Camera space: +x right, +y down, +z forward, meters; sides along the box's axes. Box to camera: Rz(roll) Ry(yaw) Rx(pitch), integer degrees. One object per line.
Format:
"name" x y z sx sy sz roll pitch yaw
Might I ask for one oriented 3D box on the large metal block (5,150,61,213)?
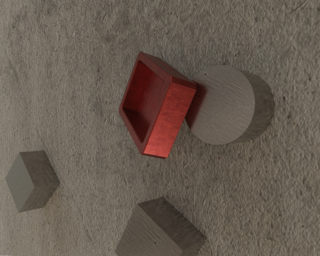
"large metal block" -0.244 0.101 0.590 0.080 0.050 0.080 -51 60 28

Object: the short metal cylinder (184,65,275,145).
"short metal cylinder" 0.073 -0.023 0.329 0.080 0.050 0.080 0 90 40

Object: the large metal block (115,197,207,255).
"large metal block" -0.001 0.147 0.390 0.080 0.050 0.079 37 113 33

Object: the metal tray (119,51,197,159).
"metal tray" -0.010 -0.033 0.373 0.089 0.030 0.130 -68 26 17
